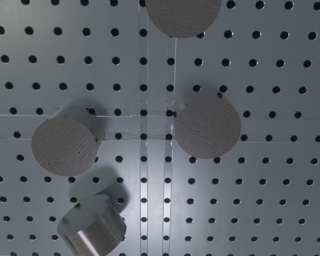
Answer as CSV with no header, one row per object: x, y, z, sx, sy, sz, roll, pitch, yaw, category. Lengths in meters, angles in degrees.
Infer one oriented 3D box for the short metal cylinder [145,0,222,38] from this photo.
0.025,-0.144,0.347,0.081,0.050,0.079,0,110,0,short metal cylinder

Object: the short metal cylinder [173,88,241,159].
0.058,-0.007,0.398,0.081,0.050,0.079,0,110,0,short metal cylinder

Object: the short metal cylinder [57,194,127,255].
-0.094,0.139,0.434,0.080,0.080,0.050,-24,109,8,short metal cylinder

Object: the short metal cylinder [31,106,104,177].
-0.118,0.016,0.405,0.081,0.050,0.079,0,110,0,short metal cylinder
